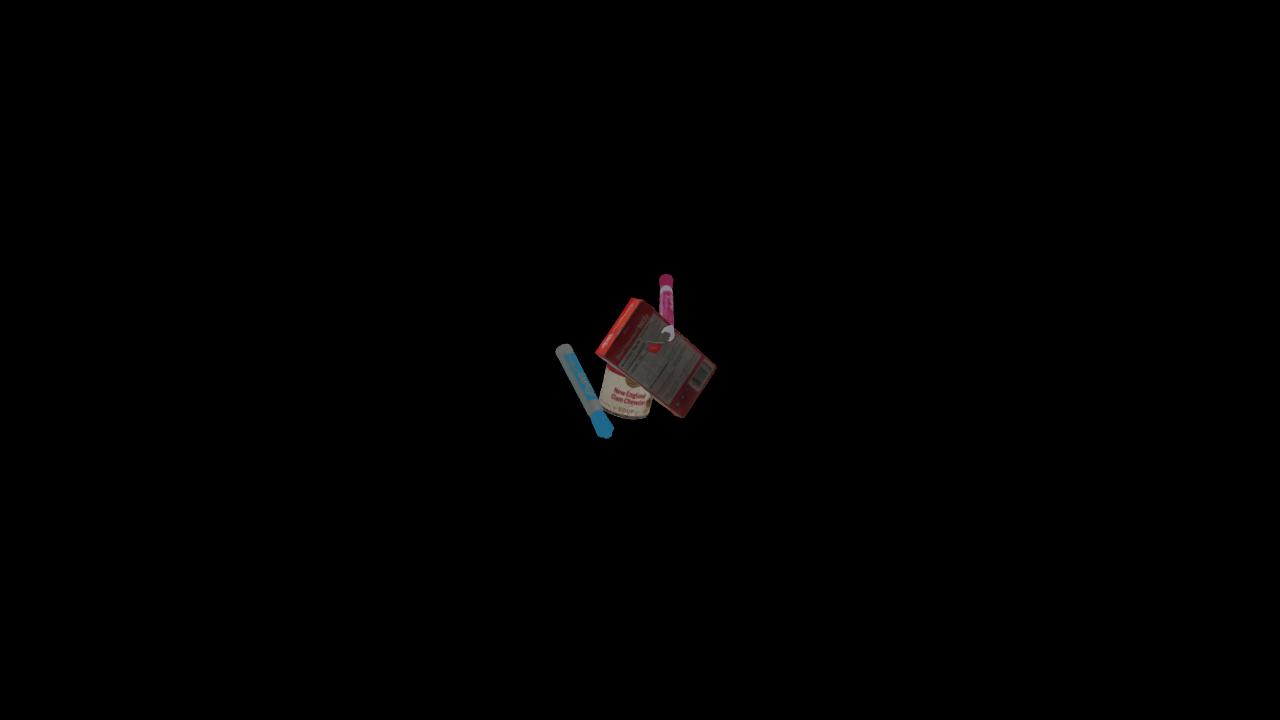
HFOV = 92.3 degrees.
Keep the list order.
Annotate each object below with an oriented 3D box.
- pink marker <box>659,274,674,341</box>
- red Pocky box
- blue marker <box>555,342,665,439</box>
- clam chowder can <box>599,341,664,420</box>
[{"bbox_3d":[0.033,-0.069,0.771,0.020,0.020,0.121,0,43,2],"label":"pink marker"},{"bbox_3d":[0.023,0.000,0.748,0.155,0.083,0.028,40,-9,-35],"label":"red Pocky box"},{"bbox_3d":[-0.059,0.032,0.648,0.020,0.121,0.020,-22,-32,-14],"label":"blue marker"},{"bbox_3d":[-0.009,0.014,0.760,0.068,0.102,0.068,13,16,-4],"label":"clam chowder can"}]
